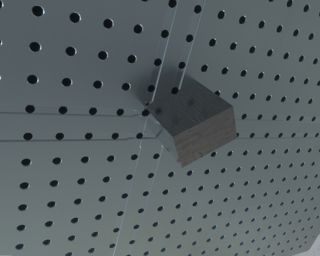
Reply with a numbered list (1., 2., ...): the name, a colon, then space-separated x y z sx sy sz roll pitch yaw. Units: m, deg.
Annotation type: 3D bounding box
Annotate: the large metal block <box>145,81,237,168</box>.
1. large metal block: 0.038 -0.008 0.393 0.080 0.080 0.050 -27 128 -12
